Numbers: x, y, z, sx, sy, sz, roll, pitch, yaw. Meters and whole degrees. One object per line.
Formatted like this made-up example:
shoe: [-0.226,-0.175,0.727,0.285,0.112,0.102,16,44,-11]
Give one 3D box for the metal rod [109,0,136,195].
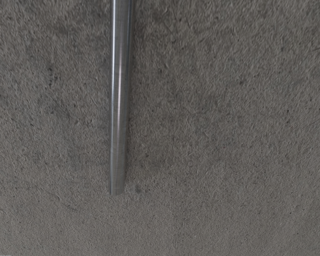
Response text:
metal rod: [-0.052,-0.017,0.391,0.025,0.025,0.298,5,130,-4]
